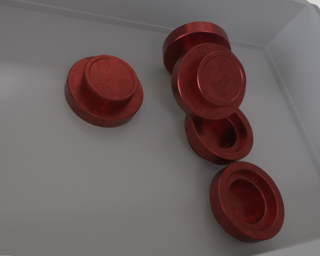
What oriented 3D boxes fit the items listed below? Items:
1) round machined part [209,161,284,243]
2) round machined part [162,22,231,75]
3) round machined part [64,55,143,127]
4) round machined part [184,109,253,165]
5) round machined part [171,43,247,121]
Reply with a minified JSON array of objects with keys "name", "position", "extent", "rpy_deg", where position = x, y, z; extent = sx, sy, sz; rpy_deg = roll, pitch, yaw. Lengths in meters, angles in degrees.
[{"name":"round machined part","position":[0.104,0.095,0.393],"extent":[0.099,0.042,0.098],"rpy_deg":[14,56,-21]},{"name":"round machined part","position":[0.054,-0.101,0.448],"extent":[0.099,0.097,0.042],"rpy_deg":[11,54,-23]},{"name":"round machined part","position":[-0.066,-0.053,0.391],"extent":[0.099,0.042,0.098],"rpy_deg":[14,56,-21]},{"name":"round machined part","position":[0.077,0.007,0.431],"extent":[0.099,0.042,0.098],"rpy_deg":[13,56,-21]},{"name":"round machined part","position":[0.067,-0.058,0.387],"extent":[0.099,0.042,0.097],"rpy_deg":[1,89,-22]}]
